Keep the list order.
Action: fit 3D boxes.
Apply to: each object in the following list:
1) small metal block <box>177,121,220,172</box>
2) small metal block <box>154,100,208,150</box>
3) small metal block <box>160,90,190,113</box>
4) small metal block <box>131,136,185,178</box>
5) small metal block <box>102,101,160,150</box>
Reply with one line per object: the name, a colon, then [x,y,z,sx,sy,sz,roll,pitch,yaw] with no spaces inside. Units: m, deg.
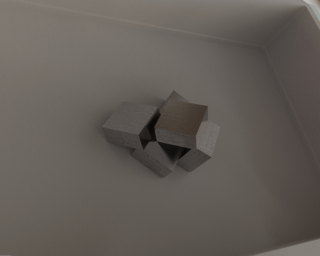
small metal block: [0.049,0.022,0.402,0.025,0.050,0.050,31,52,-9]
small metal block: [0.027,-0.005,0.375,0.050,0.025,0.050,11,49,19]
small metal block: [0.023,-0.016,0.427,0.050,0.025,0.050,36,51,-4]
small metal block: [0.000,0.026,0.389,0.050,0.025,0.050,36,51,-4]
small metal block: [-0.033,-0.004,0.374,0.050,0.025,0.050,11,46,25]
